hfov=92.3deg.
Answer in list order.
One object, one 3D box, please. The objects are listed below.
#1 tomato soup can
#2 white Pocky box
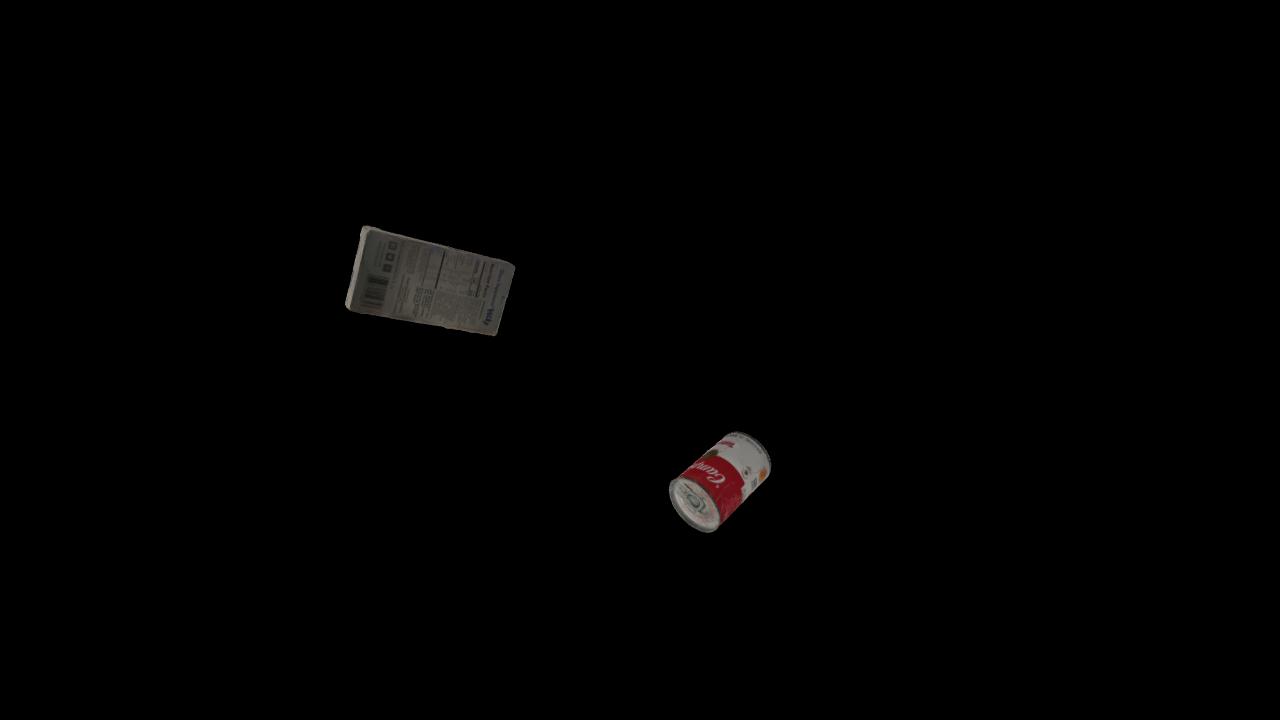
[{"bbox_3d":[0.089,0.130,0.669,0.101,0.068,0.068,-32,21,-37],"label":"tomato soup can"},{"bbox_3d":[-0.210,-0.077,0.628,0.154,0.084,0.028,10,14,-39],"label":"white Pocky box"}]
